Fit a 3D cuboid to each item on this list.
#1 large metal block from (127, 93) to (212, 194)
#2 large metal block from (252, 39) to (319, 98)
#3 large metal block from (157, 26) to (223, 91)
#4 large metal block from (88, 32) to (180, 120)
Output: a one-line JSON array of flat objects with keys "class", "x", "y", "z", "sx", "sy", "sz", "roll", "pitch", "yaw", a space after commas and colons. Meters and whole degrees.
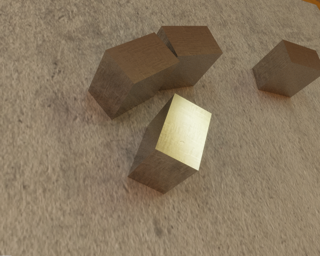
[{"class": "large metal block", "x": 0.011, "y": 0.020, "z": 0.363, "sx": 0.050, "sy": 0.080, "sz": 0.080, "roll": 28, "pitch": 52, "yaw": -11}, {"class": "large metal block", "x": 0.229, "y": -0.104, "z": 0.559, "sx": 0.081, "sy": 0.080, "sz": 0.050, "roll": 9, "pitch": 58, "yaw": -24}, {"class": "large metal block", "x": 0.028, "y": -0.100, "z": 0.446, "sx": 0.081, "sy": 0.080, "sz": 0.050, "roll": -13, "pitch": 69, "yaw": -34}, {"class": "large metal block", "x": -0.034, "y": -0.065, "z": 0.391, "sx": 0.081, "sy": 0.080, "sz": 0.050, "roll": -34, "pitch": 81, "yaw": -38}]
